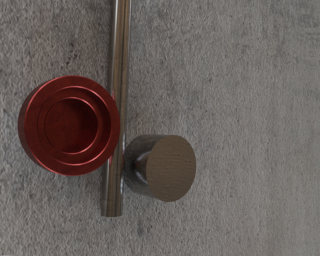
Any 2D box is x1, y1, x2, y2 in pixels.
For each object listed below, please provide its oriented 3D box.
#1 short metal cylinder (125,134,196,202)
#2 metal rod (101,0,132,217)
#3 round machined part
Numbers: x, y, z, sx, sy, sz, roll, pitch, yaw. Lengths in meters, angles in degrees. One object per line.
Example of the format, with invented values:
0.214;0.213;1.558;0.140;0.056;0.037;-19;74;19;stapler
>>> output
-0.001;0.048;0.388;0.081;0.050;0.079;0;90;-40;short metal cylinder
-0.050;-0.049;0.362;0.025;0.025;0.298;4;88;-40;metal rod
-0.093;-0.002;0.316;0.099;0.042;0.097;0;90;-40;round machined part
